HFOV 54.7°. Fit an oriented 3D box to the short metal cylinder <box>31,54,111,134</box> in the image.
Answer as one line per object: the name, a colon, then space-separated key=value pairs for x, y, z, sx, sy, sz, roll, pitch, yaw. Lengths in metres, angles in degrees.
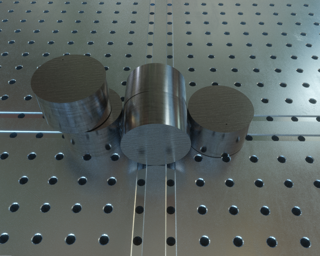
short metal cylinder: x=-0.099 y=-0.040 z=0.357 sx=0.081 sy=0.050 sz=0.080 roll=0 pitch=50 yaw=0

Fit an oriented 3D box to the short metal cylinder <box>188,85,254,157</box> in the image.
short metal cylinder: x=0.075 y=-0.009 z=0.399 sx=0.081 sy=0.050 sz=0.080 roll=0 pitch=50 yaw=0

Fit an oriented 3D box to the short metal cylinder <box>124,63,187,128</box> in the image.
short metal cylinder: x=-0.006 y=-0.037 z=0.403 sx=0.081 sy=0.080 sz=0.050 roll=1 pitch=51 yaw=0

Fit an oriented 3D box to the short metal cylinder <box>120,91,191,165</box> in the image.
short metal cylinder: x=-0.005 y=0.002 z=0.370 sx=0.081 sy=0.080 sz=0.050 roll=-1 pitch=50 yaw=-1

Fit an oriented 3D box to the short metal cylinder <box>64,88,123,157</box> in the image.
short metal cylinder: x=-0.087 y=-0.010 z=0.399 sx=0.081 sy=0.050 sz=0.080 roll=0 pitch=50 yaw=0
